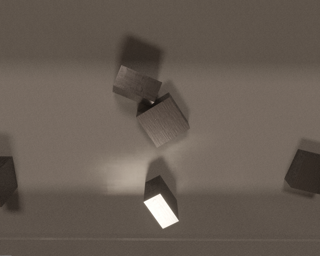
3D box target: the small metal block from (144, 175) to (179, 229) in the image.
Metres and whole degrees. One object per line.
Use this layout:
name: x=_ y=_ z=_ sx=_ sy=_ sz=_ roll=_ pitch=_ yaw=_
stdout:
small metal block: x=0.002 y=0.103 z=0.436 sx=0.025 sy=0.050 sz=0.050 roll=-29 pitch=108 yaw=10

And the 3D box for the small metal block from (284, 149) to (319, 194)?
small metal block: x=0.214 y=0.062 z=0.437 sx=0.050 sy=0.025 sz=0.050 roll=14 pitch=109 yaw=-6

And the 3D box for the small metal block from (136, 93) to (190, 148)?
small metal block: x=0.004 y=-0.011 z=0.408 sx=0.050 sy=0.025 sz=0.050 roll=-31 pitch=108 yaw=10

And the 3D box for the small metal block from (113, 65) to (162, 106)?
small metal block: x=-0.029 y=-0.049 z=0.376 sx=0.050 sy=0.050 sz=0.025 roll=22 pitch=84 yaw=-8

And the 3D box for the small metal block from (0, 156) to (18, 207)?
small metal block: x=-0.221 y=0.072 z=0.421 sx=0.025 sy=0.050 sz=0.050 roll=0 pitch=110 yaw=-1
